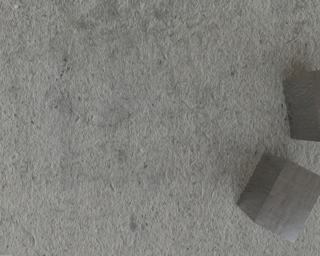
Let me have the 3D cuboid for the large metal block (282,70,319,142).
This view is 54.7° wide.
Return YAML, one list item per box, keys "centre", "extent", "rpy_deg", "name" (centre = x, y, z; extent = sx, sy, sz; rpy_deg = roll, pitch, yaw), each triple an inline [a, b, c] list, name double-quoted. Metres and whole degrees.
- centre: [0.198, -0.028, 0.384]
  extent: [0.050, 0.080, 0.080]
  rpy_deg: [-9, 90, 0]
  name: "large metal block"

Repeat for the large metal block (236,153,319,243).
- centre: [0.145, 0.081, 0.384]
  extent: [0.050, 0.080, 0.080]
  rpy_deg: [28, 90, 0]
  name: "large metal block"
